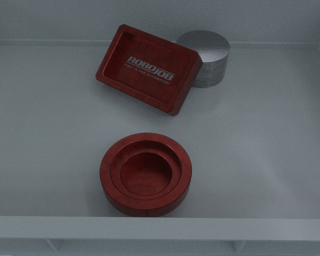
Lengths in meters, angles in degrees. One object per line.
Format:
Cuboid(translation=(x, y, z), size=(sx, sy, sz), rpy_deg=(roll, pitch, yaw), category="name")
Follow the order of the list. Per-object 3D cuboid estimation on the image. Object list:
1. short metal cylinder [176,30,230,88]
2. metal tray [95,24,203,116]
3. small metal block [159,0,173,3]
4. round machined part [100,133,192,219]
Cuboid(translation=(0.064, -0.107, 0.480), size=(0.081, 0.050, 0.080), rpy_deg=(0, 50, 0), category="short metal cylinder")
Cuboid(translation=(-0.017, -0.083, 0.440), size=(0.130, 0.030, 0.090), rpy_deg=(26, 91, 20), category="metal tray")
Cuboid(translation=(0.010, -0.293, 0.654), size=(0.050, 0.025, 0.050), rpy_deg=(23, 54, 18), category="small metal block")
Cuboid(translation=(-0.015, 0.056, 0.347), size=(0.099, 0.042, 0.098), rpy_deg=(0, 50, 0), category="round machined part")
